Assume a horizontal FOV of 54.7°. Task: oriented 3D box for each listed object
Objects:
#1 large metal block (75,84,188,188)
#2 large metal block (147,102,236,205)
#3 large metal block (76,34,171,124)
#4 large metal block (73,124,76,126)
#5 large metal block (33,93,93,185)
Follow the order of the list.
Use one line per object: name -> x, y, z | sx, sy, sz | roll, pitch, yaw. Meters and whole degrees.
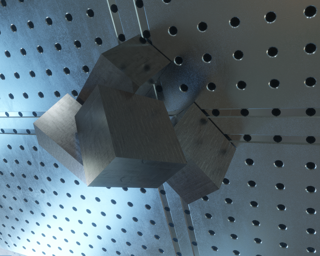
large metal block -> -0.030, 0.011, 0.306 | 0.050, 0.081, 0.080 | -45, 50, 34
large metal block -> 0.037, 0.029, 0.371 | 0.080, 0.080, 0.050 | 47, 129, -5
large metal block -> -0.043, -0.053, 0.362 | 0.050, 0.080, 0.080 | 41, 129, 0
large metal block -> -0.087, 0.020, 0.451 | 0.080, 0.050, 0.080 | 43, 129, -2
large metal block -> -0.099, 0.017, 0.371 | 0.080, 0.050, 0.080 | 41, 154, 0
